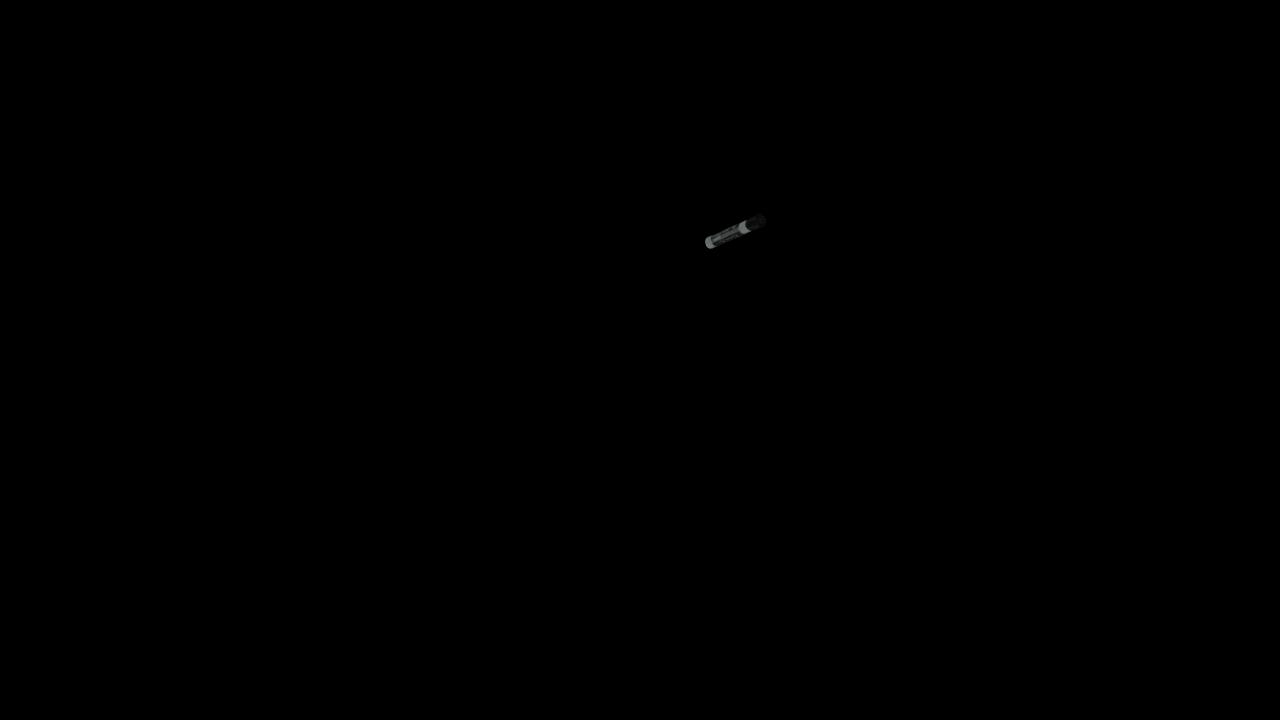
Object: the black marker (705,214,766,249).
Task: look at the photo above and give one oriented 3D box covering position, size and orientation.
[{"bbox_3d":[0.135,-0.182,0.873,0.020,0.020,0.121,0,-6,-30],"label":"black marker"}]
